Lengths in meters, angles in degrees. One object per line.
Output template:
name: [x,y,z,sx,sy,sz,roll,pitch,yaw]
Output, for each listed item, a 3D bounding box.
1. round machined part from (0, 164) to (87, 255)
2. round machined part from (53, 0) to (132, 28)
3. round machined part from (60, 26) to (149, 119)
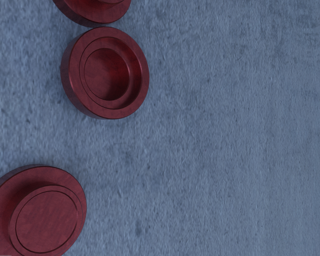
round machined part: [-0.115,0.086,0.299,0.099,0.042,0.097,0,90,-40]
round machined part: [-0.070,-0.163,0.336,0.099,0.042,0.097,0,90,-40]
round machined part: [-0.063,-0.058,0.342,0.099,0.042,0.097,0,90,-40]
